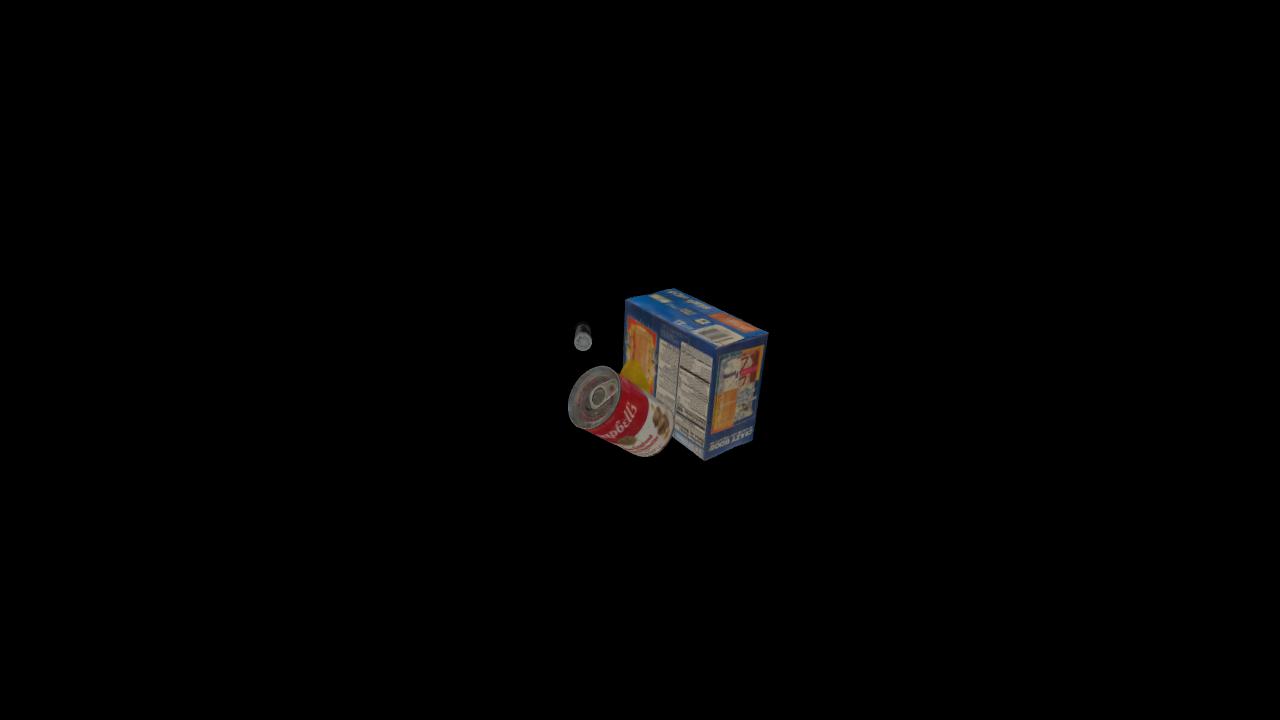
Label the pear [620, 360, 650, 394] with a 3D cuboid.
[{"bbox_3d":[0.009,0.007,0.761,0.080,0.111,0.080,-7,18,2],"label":"pear"}]

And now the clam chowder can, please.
[{"bbox_3d":[-0.017,0.056,0.646,0.068,0.068,0.102,0,-23,39],"label":"clam chowder can"}]

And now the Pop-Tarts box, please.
[{"bbox_3d":[0.058,0.010,0.727,0.083,0.141,0.167,-14,30,-32],"label":"Pop-Tarts box"}]

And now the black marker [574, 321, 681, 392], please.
[{"bbox_3d":[-0.065,-0.029,0.701,0.020,0.020,0.121,0,10,-5],"label":"black marker"}]
